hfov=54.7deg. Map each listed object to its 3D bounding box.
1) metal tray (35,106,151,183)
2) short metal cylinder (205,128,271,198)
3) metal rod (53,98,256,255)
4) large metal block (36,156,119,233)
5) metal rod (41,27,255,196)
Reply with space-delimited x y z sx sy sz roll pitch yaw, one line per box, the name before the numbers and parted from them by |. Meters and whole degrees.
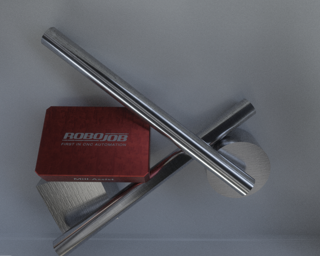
metal tray | -0.078 0.020 0.384 0.131 0.030 0.090 1 66 0
short metal cylinder | 0.099 0.045 0.414 0.081 0.050 0.079 0 110 -1
metal rod | -0.005 0.061 0.393 0.301 0.025 0.025 -37 107 -3
large metal block | -0.106 0.088 0.424 0.080 0.050 0.080 -18 109 6
metal rod | -0.014 -0.019 0.371 0.301 0.025 0.025 37 106 0
